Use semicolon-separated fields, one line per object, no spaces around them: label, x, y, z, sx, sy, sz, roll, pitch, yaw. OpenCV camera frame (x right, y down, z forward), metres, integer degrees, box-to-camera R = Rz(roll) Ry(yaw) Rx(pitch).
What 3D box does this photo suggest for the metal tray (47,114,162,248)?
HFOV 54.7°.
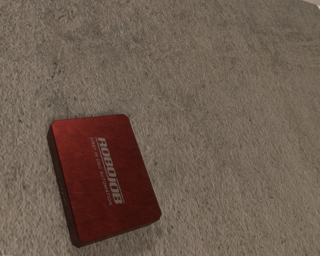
metal tray;-0.062;0.051;0.337;0.091;0.030;0.130;-8;66;-32
